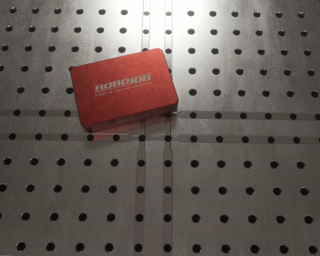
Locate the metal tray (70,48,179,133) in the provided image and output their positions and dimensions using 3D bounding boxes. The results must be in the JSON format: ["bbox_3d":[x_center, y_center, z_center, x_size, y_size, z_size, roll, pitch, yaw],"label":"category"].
[{"bbox_3d":[-0.049,-0.053,0.428,0.131,0.030,0.090,-14,71,-6],"label":"metal tray"}]
